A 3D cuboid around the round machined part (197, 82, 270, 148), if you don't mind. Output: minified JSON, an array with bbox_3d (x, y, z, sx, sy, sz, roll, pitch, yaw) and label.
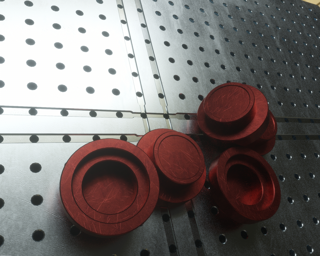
[{"bbox_3d":[0.099,-0.025,0.429,0.042,0.098,0.098,57,31,-50],"label":"round machined part"}]

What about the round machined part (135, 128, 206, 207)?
[{"bbox_3d":[0.015,0.043,0.379,0.099,0.042,0.098,14,56,-21],"label":"round machined part"}]

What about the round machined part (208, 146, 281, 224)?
[{"bbox_3d":[0.105,0.077,0.406,0.099,0.042,0.098,13,56,-21],"label":"round machined part"}]

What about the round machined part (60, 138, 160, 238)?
[{"bbox_3d":[-0.053,0.063,0.323,0.099,0.042,0.098,7,63,-15],"label":"round machined part"}]

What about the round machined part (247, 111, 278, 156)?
[{"bbox_3d":[0.138,-0.004,0.473,0.099,0.042,0.098,13,56,-21],"label":"round machined part"}]
